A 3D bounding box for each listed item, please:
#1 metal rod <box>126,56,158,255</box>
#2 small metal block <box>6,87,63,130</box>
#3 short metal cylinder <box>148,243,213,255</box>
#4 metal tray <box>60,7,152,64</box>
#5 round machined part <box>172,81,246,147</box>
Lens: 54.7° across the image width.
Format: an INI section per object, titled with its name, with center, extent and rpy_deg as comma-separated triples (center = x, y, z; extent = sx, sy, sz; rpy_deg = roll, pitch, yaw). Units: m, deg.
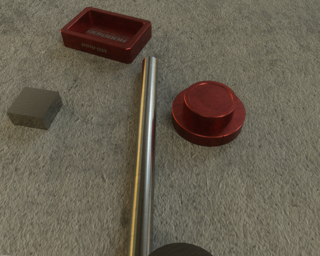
[metal rod]
center = -0.018, 0.012, 0.392
extent = 0.025, 0.025, 0.300
rpy_deg = 1, 50, 0
[small metal block]
center = -0.170, -0.027, 0.424
extent = 0.050, 0.025, 0.050
rpy_deg = 9, 51, 7
[short metal cylinder]
center = 0.017, 0.147, 0.264
extent = 0.081, 0.050, 0.080
rpy_deg = 0, 50, 0
[metal tray]
center = -0.091, -0.163, 0.535
extent = 0.130, 0.030, 0.090
rpy_deg = 18, 52, 14
[round machined part]
center = 0.065, -0.026, 0.415
extent = 0.099, 0.042, 0.098
rpy_deg = 0, 50, 0
